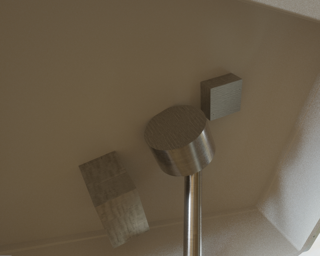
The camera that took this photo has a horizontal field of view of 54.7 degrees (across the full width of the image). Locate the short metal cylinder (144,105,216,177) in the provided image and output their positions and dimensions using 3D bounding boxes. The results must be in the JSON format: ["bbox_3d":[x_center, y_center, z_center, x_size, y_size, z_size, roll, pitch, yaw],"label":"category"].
[{"bbox_3d":[0.026,0.015,0.399,0.080,0.080,0.050,-32,129,-8],"label":"short metal cylinder"}]

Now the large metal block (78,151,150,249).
[{"bbox_3d":[-0.059,0.090,0.398,0.050,0.080,0.080,-23,127,-15],"label":"large metal block"}]

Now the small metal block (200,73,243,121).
[{"bbox_3d":[0.085,-0.043,0.430,0.050,0.025,0.050,-18,126,-18],"label":"small metal block"}]

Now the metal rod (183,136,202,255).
[{"bbox_3d":[0.045,0.158,0.424,0.025,0.025,0.298,7,79,-32],"label":"metal rod"}]
